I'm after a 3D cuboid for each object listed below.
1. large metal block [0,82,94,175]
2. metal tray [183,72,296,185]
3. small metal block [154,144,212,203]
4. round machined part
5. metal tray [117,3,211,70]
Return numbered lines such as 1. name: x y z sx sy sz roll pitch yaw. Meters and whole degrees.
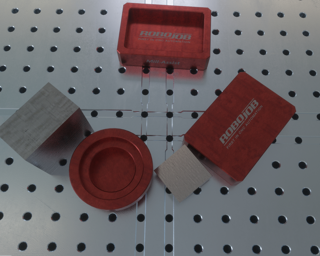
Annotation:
1. large metal block: -0.136 0.004 0.380 0.050 0.080 0.080 38 74 12
2. metal tray: 0.104 -0.002 0.411 0.090 0.030 0.130 39 74 13
3. small metal block: 0.029 0.056 0.385 0.050 0.025 0.050 -41 75 2
4. round machined part: -0.058 0.053 0.383 0.099 0.042 0.098 0 70 0
5. metal tray: 0.008 -0.136 0.458 0.131 0.030 0.090 4 70 1
